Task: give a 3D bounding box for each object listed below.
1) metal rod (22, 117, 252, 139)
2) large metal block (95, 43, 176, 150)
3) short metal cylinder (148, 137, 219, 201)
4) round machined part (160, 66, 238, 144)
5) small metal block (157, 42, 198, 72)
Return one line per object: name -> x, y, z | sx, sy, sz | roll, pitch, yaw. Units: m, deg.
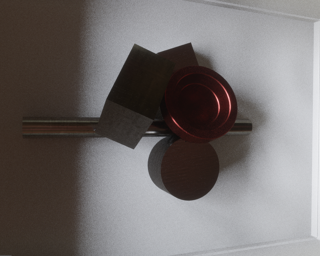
metal rod -> -0.013, -0.001, 0.403 | 0.303, 0.025, 0.025 | 0, 90, -21
large metal block -> -0.030, -0.033, 0.354 | 0.050, 0.080, 0.080 | 25, 59, -8
short metal cylinder -> 0.030, 0.050, 0.407 | 0.081, 0.050, 0.079 | 0, 90, -21
round machined part -> 0.046, -0.027, 0.398 | 0.099, 0.042, 0.098 | 6, 70, -18
small metal block -> 0.023, -0.082, 0.419 | 0.050, 0.025, 0.050 | -22, 98, -19
